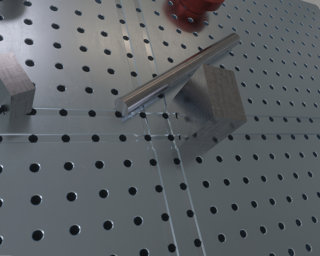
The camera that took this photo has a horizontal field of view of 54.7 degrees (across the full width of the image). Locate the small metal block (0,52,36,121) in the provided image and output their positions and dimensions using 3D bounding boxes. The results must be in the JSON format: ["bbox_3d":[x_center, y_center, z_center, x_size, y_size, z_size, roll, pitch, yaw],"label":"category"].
[{"bbox_3d":[-0.161,-0.044,0.333,0.025,0.050,0.050,-27,77,-37],"label":"small metal block"}]

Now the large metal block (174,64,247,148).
[{"bbox_3d":[0.065,-0.027,0.425,0.050,0.080,0.080,8,58,-24],"label":"large metal block"}]

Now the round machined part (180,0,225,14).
[{"bbox_3d":[0.074,-0.260,0.595,0.099,0.042,0.098,14,56,-21],"label":"round machined part"}]

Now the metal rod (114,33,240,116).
[{"bbox_3d":[0.045,-0.097,0.491,0.025,0.025,0.302,49,51,6],"label":"metal rod"}]
